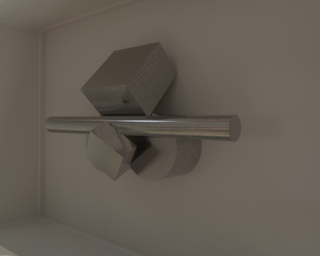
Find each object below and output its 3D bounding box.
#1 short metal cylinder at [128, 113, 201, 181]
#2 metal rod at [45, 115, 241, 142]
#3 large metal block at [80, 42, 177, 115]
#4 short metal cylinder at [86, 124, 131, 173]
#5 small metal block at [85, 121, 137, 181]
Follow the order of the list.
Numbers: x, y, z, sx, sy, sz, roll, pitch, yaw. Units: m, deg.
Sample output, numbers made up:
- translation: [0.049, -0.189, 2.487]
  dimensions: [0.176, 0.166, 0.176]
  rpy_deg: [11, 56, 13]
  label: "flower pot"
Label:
- translation: [0.003, 0.022, 0.385]
  dimensions: [0.080, 0.050, 0.079]
  rpy_deg: [0, 90, 39]
  label: "short metal cylinder"
- translation: [-0.048, -0.003, 0.377]
  dimensions: [0.300, 0.025, 0.025]
  rpy_deg: [1, 91, 39]
  label: "metal rod"
- translation: [-0.038, -0.059, 0.391]
  dimensions: [0.080, 0.050, 0.080]
  rpy_deg: [1, 48, 39]
  label: "large metal block"
- translation: [-0.059, 0.021, 0.435]
  dimensions: [0.080, 0.050, 0.079]
  rpy_deg: [0, 90, 39]
  label: "short metal cylinder"
- translation: [-0.060, 0.028, 0.373]
  dimensions: [0.050, 0.025, 0.050]
  rpy_deg: [37, 136, 13]
  label: "small metal block"
